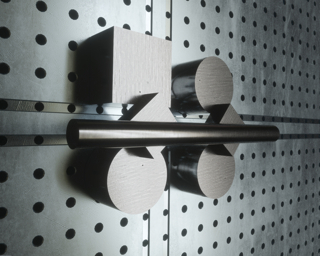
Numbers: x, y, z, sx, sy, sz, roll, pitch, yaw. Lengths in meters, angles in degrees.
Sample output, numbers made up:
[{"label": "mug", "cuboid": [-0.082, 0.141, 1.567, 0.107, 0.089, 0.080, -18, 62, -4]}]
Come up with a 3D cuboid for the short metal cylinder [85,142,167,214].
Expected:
[{"label": "short metal cylinder", "cuboid": [-0.039, 0.054, 0.359, 0.081, 0.050, 0.080, 0, 90, -40]}]

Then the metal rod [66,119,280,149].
[{"label": "metal rod", "cuboid": [0.045, 0.007, 0.348, 0.302, 0.025, 0.025, 1, 90, -40]}]

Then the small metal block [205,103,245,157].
[{"label": "small metal block", "cuboid": [0.086, 0.003, 0.417, 0.050, 0.025, 0.050, 48, 62, -29]}]

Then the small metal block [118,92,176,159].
[{"label": "small metal block", "cuboid": [-0.011, -0.003, 0.335, 0.050, 0.025, 0.050, -48, 118, -29]}]

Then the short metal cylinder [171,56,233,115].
[{"label": "short metal cylinder", "cuboid": [0.060, -0.058, 0.443, 0.081, 0.050, 0.080, 0, 90, -40]}]

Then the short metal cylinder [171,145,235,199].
[{"label": "short metal cylinder", "cuboid": [0.063, 0.057, 0.446, 0.081, 0.050, 0.080, 0, 90, -40]}]

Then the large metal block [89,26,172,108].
[{"label": "large metal block", "cuboid": [-0.033, -0.065, 0.364, 0.081, 0.050, 0.080, 2, 89, -40]}]
